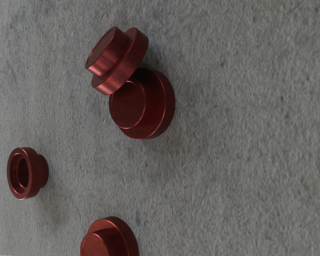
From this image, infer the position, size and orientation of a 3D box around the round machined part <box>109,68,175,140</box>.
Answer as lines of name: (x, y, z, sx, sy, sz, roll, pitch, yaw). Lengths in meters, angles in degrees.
round machined part: (-0.031, -0.033, 0.418, 0.098, 0.042, 0.097, 0, 90, 39)

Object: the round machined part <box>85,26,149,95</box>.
round machined part: (-0.063, -0.095, 0.413, 0.098, 0.042, 0.098, -38, 32, 30)

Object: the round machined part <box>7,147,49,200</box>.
round machined part: (-0.252, 0.085, 0.598, 0.098, 0.042, 0.097, 0, 90, 39)

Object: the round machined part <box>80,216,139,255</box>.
round machined part: (-0.081, 0.185, 0.458, 0.098, 0.042, 0.097, 0, 90, 39)
